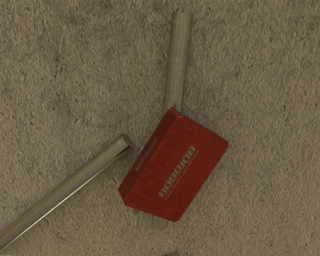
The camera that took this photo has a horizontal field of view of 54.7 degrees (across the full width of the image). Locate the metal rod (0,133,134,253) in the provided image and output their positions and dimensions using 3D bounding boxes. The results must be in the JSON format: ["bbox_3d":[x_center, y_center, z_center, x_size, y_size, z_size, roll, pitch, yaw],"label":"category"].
[{"bbox_3d":[-0.158,0.107,0.447,0.300,0.025,0.025,-38,106,12],"label":"metal rod"}]

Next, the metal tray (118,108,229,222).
[{"bbox_3d":[0.018,0.051,0.399,0.090,0.030,0.130,28,98,-30],"label":"metal tray"}]

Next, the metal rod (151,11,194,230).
[{"bbox_3d":[0.013,0.005,0.411,0.025,0.025,0.298,5,110,-2],"label":"metal rod"}]

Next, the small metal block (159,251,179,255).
[{"bbox_3d":[0.012,0.231,0.495,0.050,0.025,0.050,-18,109,6],"label":"small metal block"}]
